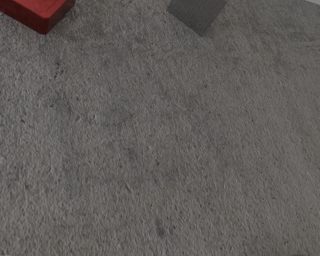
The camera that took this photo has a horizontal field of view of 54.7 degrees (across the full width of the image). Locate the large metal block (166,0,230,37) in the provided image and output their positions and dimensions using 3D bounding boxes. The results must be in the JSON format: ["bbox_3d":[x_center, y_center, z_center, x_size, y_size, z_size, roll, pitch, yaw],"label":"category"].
[{"bbox_3d":[0.071,-0.223,0.542,0.080,0.080,0.050,36,51,-4],"label":"large metal block"}]

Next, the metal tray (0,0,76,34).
[{"bbox_3d":[-0.190,-0.192,0.415,0.131,0.030,0.090,29,52,-10],"label":"metal tray"}]
